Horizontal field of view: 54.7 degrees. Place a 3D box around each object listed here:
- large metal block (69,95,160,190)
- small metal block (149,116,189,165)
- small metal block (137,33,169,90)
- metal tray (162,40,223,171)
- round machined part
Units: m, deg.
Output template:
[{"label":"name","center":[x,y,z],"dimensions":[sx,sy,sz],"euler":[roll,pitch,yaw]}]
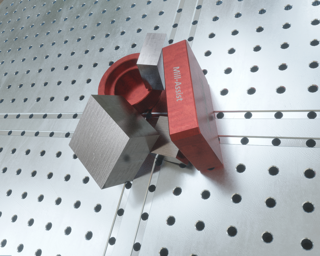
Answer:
[{"label":"large metal block","center":[-0.059,0.015,0.383],"dimensions":[0.080,0.050,0.079],"euler":[46,120,28]},{"label":"small metal block","center":[0.016,0.015,0.383],"dimensions":[0.050,0.025,0.050],"euler":[8,69,43]},{"label":"small metal block","center":[-0.005,-0.083,0.392],"dimensions":[0.025,0.050,0.050],"euler":[7,63,16]},{"label":"metal tray","center":[0.038,-0.027,0.362],"dimensions":[0.030,0.090,0.130],"euler":[-16,55,19]},{"label":"round machined part","center":[-0.037,-0.058,0.450],"dimensions":[0.098,0.042,0.098],"euler":[-13,56,20]}]
